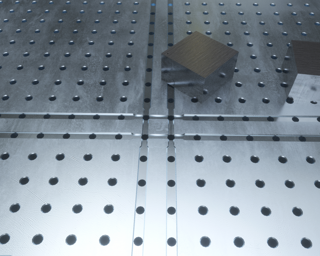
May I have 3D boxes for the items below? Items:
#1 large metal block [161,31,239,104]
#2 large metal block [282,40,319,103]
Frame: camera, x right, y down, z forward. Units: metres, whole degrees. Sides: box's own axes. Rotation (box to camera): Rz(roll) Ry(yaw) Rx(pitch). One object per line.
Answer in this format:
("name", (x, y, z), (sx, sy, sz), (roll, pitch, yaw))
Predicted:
("large metal block", (0.059, -0.094, 0.471), (0.080, 0.050, 0.080), (35, 58, 26))
("large metal block", (0.234, -0.084, 0.463), (0.080, 0.050, 0.080), (7, 50, 6))
